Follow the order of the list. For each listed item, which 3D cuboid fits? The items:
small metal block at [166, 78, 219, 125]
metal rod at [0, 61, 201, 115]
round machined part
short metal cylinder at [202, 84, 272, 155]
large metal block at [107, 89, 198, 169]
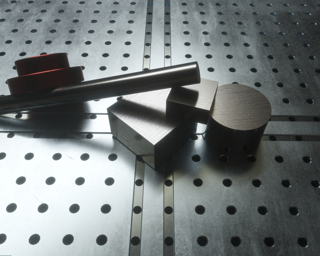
[{"bbox_3d":[0.039,-0.036,0.370,0.050,0.025,0.050,15,51,11],"label":"small metal block"},{"bbox_3d":[-0.101,-0.044,0.387,0.301,0.025,0.025,-7,48,16],"label":"metal rod"},{"bbox_3d":[-0.157,-0.076,0.423,0.099,0.042,0.098,-10,12,2],"label":"round machined part"},{"bbox_3d":[0.097,-0.012,0.403,0.081,0.050,0.080,0,50,0],"label":"short metal cylinder"},{"bbox_3d":[-0.008,-0.009,0.396,0.080,0.050,0.080,36,58,26],"label":"large metal block"}]
